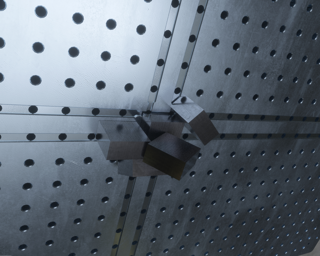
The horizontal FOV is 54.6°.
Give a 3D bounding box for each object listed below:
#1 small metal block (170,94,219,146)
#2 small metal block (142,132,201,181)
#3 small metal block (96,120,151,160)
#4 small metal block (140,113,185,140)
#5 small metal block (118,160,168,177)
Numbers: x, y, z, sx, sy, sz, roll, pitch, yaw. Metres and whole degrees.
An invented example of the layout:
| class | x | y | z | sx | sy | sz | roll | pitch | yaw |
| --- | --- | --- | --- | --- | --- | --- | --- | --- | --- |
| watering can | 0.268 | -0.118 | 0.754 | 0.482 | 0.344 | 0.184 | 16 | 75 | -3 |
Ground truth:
| class | x | y | z | sx | sy | sz | roll | pitch | yaw |
| --- | --- | --- | --- | --- | --- | --- | --- | --- | --- |
| small metal block | 0.046 | -0.011 | 0.412 | 0.025 | 0.050 | 0.050 | -41 | 130 | -1 |
| small metal block | 0.015 | 0.033 | 0.377 | 0.050 | 0.050 | 0.025 | -31 | 142 | -59 |
| small metal block | -0.046 | 0.014 | 0.378 | 0.050 | 0.050 | 0.025 | 2 | 118 | -29 |
| small metal block | 0.000 | 0.008 | 0.415 | 0.050 | 0.025 | 0.050 | 1 | 118 | -30 |
| small metal block | -0.023 | 0.049 | 0.409 | 0.050 | 0.050 | 0.025 | 1 | 86 | -29 |
